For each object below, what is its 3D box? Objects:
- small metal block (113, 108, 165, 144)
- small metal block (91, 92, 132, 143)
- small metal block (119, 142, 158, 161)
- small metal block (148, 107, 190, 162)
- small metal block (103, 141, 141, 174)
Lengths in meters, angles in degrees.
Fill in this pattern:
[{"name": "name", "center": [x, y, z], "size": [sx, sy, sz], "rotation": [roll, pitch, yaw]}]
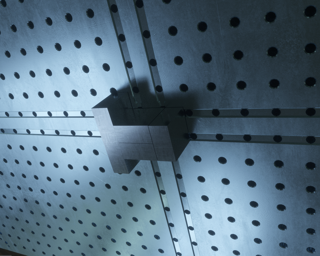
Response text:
[{"name": "small metal block", "center": [-0.023, -0.004, 0.403], "size": [0.050, 0.050, 0.025], "rotation": [0, 118, 28]}, {"name": "small metal block", "center": [-0.060, -0.015, 0.415], "size": [0.025, 0.050, 0.050], "rotation": [0, 118, 28]}, {"name": "small metal block", "center": [-0.018, 0.018, 0.413], "size": [0.050, 0.050, 0.025], "rotation": [0, 118, 28]}, {"name": "small metal block", "center": [0.013, 0.007, 0.390], "size": [0.025, 0.050, 0.050], "rotation": [0, 118, 28]}, {"name": "small metal block", "center": [-0.048, 0.029, 0.436], "size": [0.025, 0.050, 0.050], "rotation": [0, 118, 28]}]
